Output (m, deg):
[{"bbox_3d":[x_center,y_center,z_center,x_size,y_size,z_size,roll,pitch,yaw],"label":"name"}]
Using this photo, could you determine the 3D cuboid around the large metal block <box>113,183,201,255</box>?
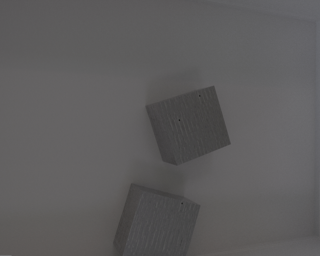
[{"bbox_3d":[-0.005,0.123,0.396,0.081,0.050,0.080,19,84,-19],"label":"large metal block"}]

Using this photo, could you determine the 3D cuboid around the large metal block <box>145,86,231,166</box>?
[{"bbox_3d":[0.037,-0.004,0.411,0.081,0.050,0.080,-19,97,-19],"label":"large metal block"}]
